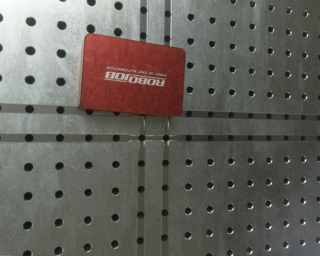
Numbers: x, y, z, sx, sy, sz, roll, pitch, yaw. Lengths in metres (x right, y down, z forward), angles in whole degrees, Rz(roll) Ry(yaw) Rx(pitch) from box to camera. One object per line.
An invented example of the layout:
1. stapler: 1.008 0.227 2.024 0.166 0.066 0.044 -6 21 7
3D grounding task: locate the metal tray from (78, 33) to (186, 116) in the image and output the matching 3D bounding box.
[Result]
1. metal tray: -0.034 -0.064 0.398 0.131 0.030 0.089 4 89 -20
